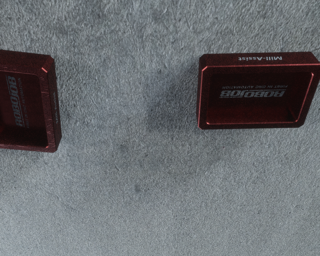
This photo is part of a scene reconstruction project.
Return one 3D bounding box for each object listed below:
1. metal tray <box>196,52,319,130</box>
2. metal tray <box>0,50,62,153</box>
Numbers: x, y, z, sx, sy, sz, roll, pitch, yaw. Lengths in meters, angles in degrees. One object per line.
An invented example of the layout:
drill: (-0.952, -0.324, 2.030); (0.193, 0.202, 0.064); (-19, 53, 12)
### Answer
metal tray: (0.111, -0.042, 0.368); (0.131, 0.030, 0.089); (-1, 130, 0)
metal tray: (-0.173, -0.029, 0.377); (0.091, 0.030, 0.129); (5, 130, -5)
